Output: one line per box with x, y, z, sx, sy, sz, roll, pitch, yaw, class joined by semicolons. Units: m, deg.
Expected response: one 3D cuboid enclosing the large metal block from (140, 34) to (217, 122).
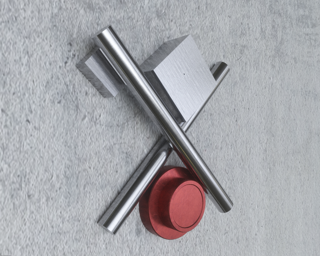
0.020;-0.064;0.410;0.080;0.050;0.080;-49;120;-29;large metal block

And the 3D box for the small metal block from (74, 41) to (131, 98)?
-0.060;-0.070;0.358;0.050;0.025;0.050;51;60;-28;small metal block

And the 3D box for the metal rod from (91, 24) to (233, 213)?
0.017;0.007;0.390;0.025;0.025;0.300;-51;120;-28;metal rod

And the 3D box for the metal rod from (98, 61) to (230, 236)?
0.019;0.011;0.426;0.025;0.025;0.301;53;59;-28;metal rod

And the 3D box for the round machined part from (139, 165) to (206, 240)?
0.024;0.101;0.417;0.099;0.042;0.097;0;90;-40;round machined part
